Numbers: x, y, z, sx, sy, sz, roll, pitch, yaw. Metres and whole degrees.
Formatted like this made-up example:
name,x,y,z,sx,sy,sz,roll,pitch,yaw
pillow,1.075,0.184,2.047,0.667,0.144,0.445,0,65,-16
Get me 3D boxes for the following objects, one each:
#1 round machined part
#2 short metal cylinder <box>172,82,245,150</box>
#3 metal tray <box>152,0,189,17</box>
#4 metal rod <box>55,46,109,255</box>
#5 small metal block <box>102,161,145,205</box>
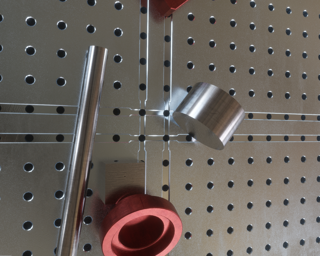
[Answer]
name,x,y,z,sx,sy,sz,roll,pitch,yaw
round machined part,-0.025,0.120,0.381,0.099,0.042,0.097,-9,122,-15
short metal cylinder,0.064,-0.015,0.408,0.080,0.080,0.050,41,77,-16
metal tray,0.032,-0.227,0.422,0.130,0.030,0.090,-42,104,-16
metal rod,-0.097,0.049,0.377,0.025,0.025,0.298,9,87,-20
small metal block,-0.047,0.068,0.396,0.050,0.025,0.050,1,90,-20
